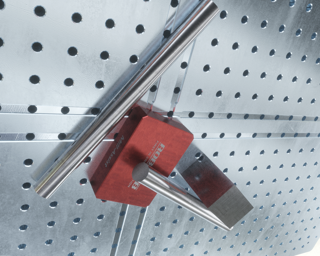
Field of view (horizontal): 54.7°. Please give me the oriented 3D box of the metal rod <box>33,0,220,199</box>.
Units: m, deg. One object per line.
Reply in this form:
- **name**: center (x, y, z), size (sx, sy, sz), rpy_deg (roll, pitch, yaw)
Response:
- **metal rod**: center (-0.042, -0.032, 0.368), size (0.300, 0.025, 0.025), rpy_deg (-47, 129, 5)

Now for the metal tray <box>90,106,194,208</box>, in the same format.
- **metal tray**: center (-0.024, 0.043, 0.422), size (0.091, 0.030, 0.129), rpy_deg (22, 106, -37)

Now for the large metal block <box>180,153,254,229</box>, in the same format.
- **large metal block**: center (0.089, 0.098, 0.485), size (0.050, 0.080, 0.080), rpy_deg (-42, 130, 1)

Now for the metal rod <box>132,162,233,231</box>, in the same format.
- **metal rod**: center (0.053, 0.120, 0.489), size (0.025, 0.025, 0.300), rpy_deg (-46, 137, 3)
